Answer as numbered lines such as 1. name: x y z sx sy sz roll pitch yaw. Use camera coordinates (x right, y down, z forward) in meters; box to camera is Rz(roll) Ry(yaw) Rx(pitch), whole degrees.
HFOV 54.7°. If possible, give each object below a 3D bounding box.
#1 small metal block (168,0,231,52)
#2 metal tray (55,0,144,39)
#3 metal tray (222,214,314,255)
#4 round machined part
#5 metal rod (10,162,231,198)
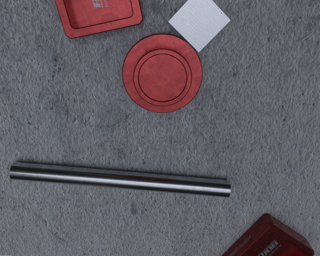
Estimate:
1. small metal block: 0.045 -0.126 0.364 0.050 0.025 0.050 42 105 -14
2. metal tray: -0.075 -0.173 0.342 0.090 0.030 0.129 -11 110 3
3. metal tray: 0.160 0.206 0.485 0.090 0.030 0.129 34 106 -12
4. round machined part: 0.003 -0.064 0.377 0.099 0.042 0.097 0 110 -1
5. metal rod: -0.052 0.073 0.436 0.302 0.025 0.025 5 110 -3
